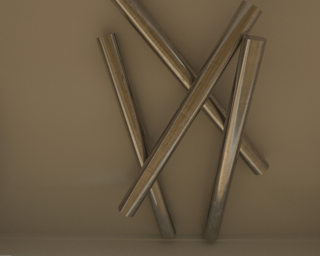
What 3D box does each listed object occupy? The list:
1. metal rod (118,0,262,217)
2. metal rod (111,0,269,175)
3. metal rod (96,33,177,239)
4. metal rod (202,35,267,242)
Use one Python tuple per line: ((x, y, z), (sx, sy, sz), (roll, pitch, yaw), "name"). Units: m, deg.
((0.027, -0.009, 0.380), (0.025, 0.025, 0.298), (28, 108, -10), "metal rod")
((0.045, -0.051, 0.392), (0.025, 0.025, 0.300), (-38, 106, 13), "metal rod")
((-0.026, 0.024, 0.419), (0.025, 0.025, 0.298), (-14, 110, 5), "metal rod")
((0.088, 0.034, 0.400), (0.025, 0.025, 0.298), (4, 119, -2), "metal rod")
